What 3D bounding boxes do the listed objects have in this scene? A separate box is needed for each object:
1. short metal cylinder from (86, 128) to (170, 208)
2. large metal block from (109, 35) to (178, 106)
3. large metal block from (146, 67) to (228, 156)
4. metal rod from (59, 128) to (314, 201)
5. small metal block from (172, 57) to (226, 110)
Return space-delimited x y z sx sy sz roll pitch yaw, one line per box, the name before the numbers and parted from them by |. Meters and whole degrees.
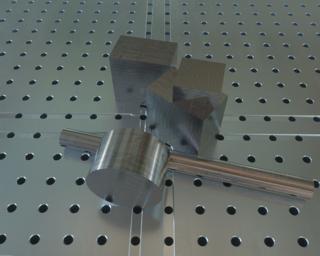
short metal cylinder | -0.032 0.045 0.334 0.080 0.080 0.050 8 51 6
large metal block | -0.021 -0.077 0.437 0.080 0.080 0.050 10 51 8
large metal block | 0.031 -0.016 0.386 0.080 0.080 0.050 32 57 23
metal rod | 0.024 0.041 0.373 0.301 0.025 0.025 11 51 9
small metal block | 0.044 -0.051 0.347 0.050 0.025 0.050 11 51 8
